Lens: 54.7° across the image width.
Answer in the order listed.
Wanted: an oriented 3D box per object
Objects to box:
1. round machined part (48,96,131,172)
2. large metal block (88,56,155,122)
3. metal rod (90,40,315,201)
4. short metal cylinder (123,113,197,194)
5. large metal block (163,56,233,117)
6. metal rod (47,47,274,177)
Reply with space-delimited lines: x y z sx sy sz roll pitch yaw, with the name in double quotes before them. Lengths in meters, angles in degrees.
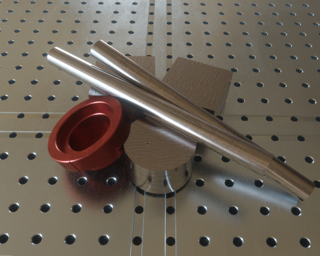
"round machined part" -0.078 0.011 0.367 0.098 0.042 0.098 -16 44 17
"large metal block" -0.048 -0.055 0.428 0.081 0.050 0.080 1 50 0
"metal rod" 0.042 -0.014 0.366 0.300 0.025 0.025 35 57 9
"short metal cylinder" 0.000 0.029 0.361 0.081 0.050 0.080 0 50 0
"large metal block" 0.046 -0.045 0.423 0.080 0.050 0.080 19 53 15
"metal rod" -0.016 -0.029 0.360 0.300 0.025 0.025 28 56 20
